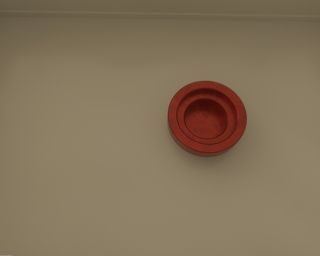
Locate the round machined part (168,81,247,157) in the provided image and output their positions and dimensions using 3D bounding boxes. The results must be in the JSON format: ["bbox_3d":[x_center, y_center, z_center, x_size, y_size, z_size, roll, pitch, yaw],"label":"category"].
[{"bbox_3d":[0.059,-0.009,0.405,0.099,0.042,0.098,0,70,-1],"label":"round machined part"}]
